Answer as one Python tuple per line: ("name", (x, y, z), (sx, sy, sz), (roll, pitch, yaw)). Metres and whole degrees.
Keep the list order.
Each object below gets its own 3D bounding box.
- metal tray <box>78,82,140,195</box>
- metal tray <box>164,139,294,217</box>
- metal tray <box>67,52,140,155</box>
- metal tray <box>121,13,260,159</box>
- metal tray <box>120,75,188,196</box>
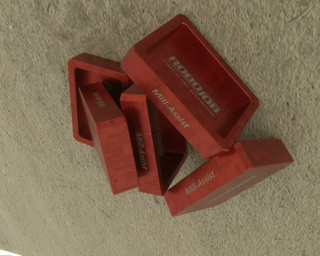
("metal tray", (-0.064, 0.007, 0.371), (0.130, 0.030, 0.089), (-131, 29, -57))
("metal tray", (0.076, 0.059, 0.362), (0.129, 0.091, 0.030), (-44, 58, 39))
("metal tray", (-0.077, -0.029, 0.426), (0.090, 0.030, 0.129), (18, 126, 17))
("metal tray", (0.035, -0.044, 0.317), (0.130, 0.090, 0.030), (47, 143, -6))
("metal tray", (-0.001, 0.003, 0.368), (0.030, 0.090, 0.129), (6, 122, 25))
